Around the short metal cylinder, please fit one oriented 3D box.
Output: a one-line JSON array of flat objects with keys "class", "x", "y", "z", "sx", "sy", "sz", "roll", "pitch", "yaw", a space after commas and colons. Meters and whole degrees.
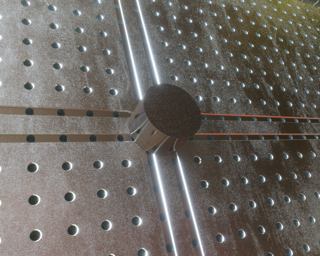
[{"class": "short metal cylinder", "x": 0.006, "y": -0.011, "z": 0.403, "sx": 0.081, "sy": 0.050, "sz": 0.080, "roll": 14, "pitch": 56, "yaw": -21}]
